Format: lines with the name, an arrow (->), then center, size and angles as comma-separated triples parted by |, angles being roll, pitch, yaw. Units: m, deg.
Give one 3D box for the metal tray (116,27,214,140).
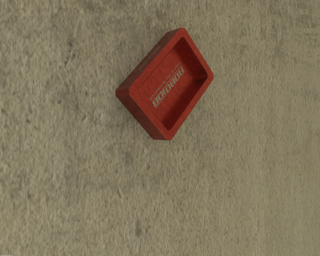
metal tray -> 0.012, -0.059, 0.413 | 0.090, 0.030, 0.130 | 51, 60, -28
